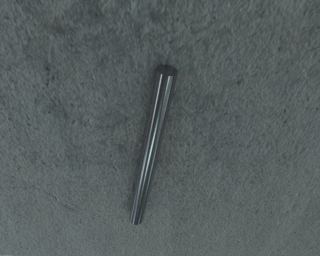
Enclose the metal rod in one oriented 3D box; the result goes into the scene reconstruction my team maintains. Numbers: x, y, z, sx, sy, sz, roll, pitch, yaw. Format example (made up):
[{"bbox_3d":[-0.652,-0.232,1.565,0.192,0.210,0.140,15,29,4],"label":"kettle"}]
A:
[{"bbox_3d":[-0.017,0.046,0.446,0.025,0.025,0.298,7,130,-7],"label":"metal rod"}]
